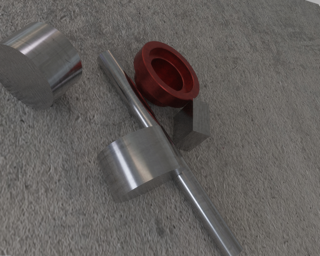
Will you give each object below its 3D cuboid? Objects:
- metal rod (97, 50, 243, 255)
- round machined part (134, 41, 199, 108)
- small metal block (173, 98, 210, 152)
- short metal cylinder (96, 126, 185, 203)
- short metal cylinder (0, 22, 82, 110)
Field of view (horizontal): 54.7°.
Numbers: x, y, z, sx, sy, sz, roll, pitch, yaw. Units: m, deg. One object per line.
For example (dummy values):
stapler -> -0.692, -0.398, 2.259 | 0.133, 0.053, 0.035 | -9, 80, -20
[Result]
metal rod -> 0.006, 0.024, 0.391 | 0.025, 0.025, 0.299 | -24, 75, -37
round machined part -> 0.004, -0.068, 0.427 | 0.099, 0.042, 0.098 | 26, 44, -28
small metal block -> 0.041, -0.003, 0.411 | 0.025, 0.050, 0.050 | 18, 55, -21
short metal cylinder -> -0.021, 0.040, 0.333 | 0.081, 0.080, 0.050 | -17, 71, -35
short metal cylinder -> -0.134, -0.067, 0.337 | 0.080, 0.080, 0.050 | 37, 51, -4
